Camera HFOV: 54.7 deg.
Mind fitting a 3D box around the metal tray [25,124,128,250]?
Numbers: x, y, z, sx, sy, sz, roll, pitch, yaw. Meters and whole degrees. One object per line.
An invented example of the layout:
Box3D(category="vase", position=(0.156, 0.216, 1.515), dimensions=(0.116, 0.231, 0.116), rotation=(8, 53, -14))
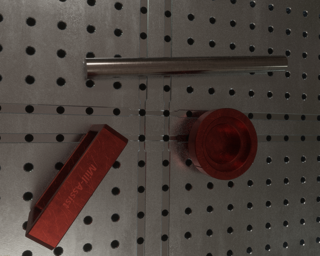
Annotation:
Box3D(category="metal tray", position=(-0.093, 0.056, 0.344), dimensions=(0.030, 0.090, 0.130), rotation=(37, 78, -17))

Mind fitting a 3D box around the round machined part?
Box3D(category="round machined part", position=(0.084, 0.022, 0.436), dimensions=(0.099, 0.042, 0.097), rotation=(0, 90, -21))

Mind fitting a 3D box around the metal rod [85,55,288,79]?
Box3D(category="metal rod", position=(0.050, -0.087, 0.432), dimensions=(0.303, 0.025, 0.025), rotation=(-6, 92, -20))
